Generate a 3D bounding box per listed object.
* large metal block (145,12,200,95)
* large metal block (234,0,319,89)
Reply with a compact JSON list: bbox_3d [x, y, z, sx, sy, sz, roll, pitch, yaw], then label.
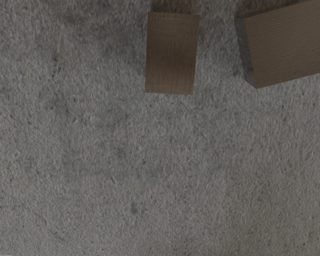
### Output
[{"bbox_3d":[0.011,-0.087,0.349,0.050,0.080,0.079,3,110,-2],"label":"large metal block"},{"bbox_3d":[0.139,-0.099,0.362,0.080,0.050,0.080,-15,110,5],"label":"large metal block"}]
